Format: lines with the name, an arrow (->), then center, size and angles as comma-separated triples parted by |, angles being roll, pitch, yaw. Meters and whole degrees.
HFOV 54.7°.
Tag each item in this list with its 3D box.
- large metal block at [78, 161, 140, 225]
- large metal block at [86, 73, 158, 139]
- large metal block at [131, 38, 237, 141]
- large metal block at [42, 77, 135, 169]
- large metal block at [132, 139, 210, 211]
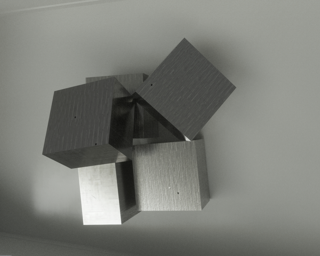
large metal block -> -0.058, 0.073, 0.399 | 0.050, 0.080, 0.080 | -7, 88, 19
large metal block -> -0.050, -0.027, 0.412 | 0.080, 0.050, 0.079 | -1, 90, 19
large metal block -> 0.025, -0.042, 0.359 | 0.080, 0.050, 0.080 | 42, 82, -9
large metal block -> -0.078, -0.004, 0.353 | 0.080, 0.050, 0.080 | -10, 61, 19
large metal block -> 0.014, 0.057, 0.388 | 0.080, 0.050, 0.080 | -6, 88, 19
